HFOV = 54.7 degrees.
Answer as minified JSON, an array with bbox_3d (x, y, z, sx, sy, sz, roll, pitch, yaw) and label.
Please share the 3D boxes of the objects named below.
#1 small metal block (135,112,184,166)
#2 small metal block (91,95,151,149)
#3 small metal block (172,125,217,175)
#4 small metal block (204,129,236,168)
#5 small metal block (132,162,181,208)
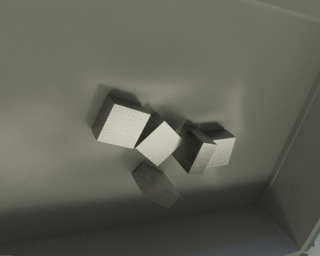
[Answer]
[{"bbox_3d":[-0.004,0.016,0.414,0.050,0.025,0.050,-43,130,1],"label":"small metal block"},{"bbox_3d":[-0.048,-0.006,0.377,0.050,0.025,0.050,16,110,-35],"label":"small metal block"},{"bbox_3d":[0.047,0.031,0.437,0.025,0.050,0.050,10,114,-34],"label":"small metal block"},{"bbox_3d":[0.082,0.032,0.473,0.050,0.025,0.050,-6,121,-26],"label":"small metal block"},{"bbox_3d":[-0.006,0.081,0.438,0.025,0.050,0.050,-49,130,7],"label":"small metal block"}]
